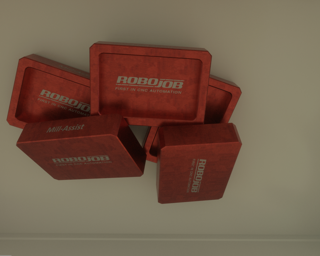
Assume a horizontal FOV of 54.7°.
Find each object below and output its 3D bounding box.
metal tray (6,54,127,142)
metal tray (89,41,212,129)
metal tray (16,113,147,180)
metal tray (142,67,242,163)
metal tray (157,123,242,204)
[{"bbox_3d":[-0.116,-0.029,0.393,0.131,0.030,0.089,18,109,-7],"label":"metal tray"},{"bbox_3d":[-0.012,-0.049,0.356,0.131,0.030,0.089,3,110,-2],"label":"metal tray"},{"bbox_3d":[-0.093,0.028,0.379,0.130,0.030,0.090,-5,141,18],"label":"metal tray"},{"bbox_3d":[0.037,-0.009,0.404,0.091,0.030,0.129,18,109,-7],"label":"metal tray"},{"bbox_3d":[0.043,0.049,0.391,0.091,0.030,0.129,-3,139,-5],"label":"metal tray"}]
